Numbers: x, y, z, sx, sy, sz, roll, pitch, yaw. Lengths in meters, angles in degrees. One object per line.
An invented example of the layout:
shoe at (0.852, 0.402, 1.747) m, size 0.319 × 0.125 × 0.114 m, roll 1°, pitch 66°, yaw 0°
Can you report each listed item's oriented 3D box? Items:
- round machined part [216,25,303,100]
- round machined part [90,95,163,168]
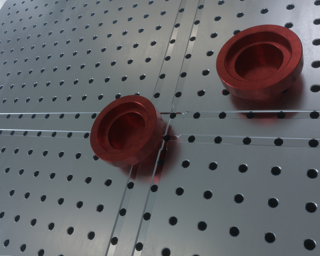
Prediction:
round machined part at (0.122, -0.075, 0.379) m, size 0.098 × 0.042 × 0.098 m, roll -13°, pitch 56°, yaw 21°
round machined part at (-0.040, 0.008, 0.414) m, size 0.098 × 0.042 × 0.098 m, roll -13°, pitch 56°, yaw 21°
